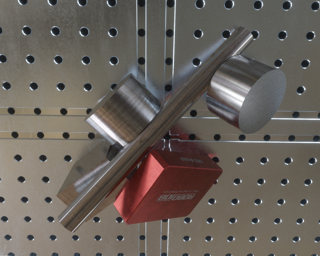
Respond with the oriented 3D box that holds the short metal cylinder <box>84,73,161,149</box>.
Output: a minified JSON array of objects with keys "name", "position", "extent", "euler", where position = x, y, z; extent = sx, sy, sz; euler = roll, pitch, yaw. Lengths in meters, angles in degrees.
[{"name":"short metal cylinder","position":[-0.045,-0.020,0.376],"extent":[0.080,0.080,0.050],"euler":[-41,105,13]}]

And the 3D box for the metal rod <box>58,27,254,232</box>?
[{"name":"metal rod","position":[0.001,-0.004,0.355],"extent":[0.025,0.025,0.300],"euler":[45,82,-15]}]

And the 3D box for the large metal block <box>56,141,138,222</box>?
[{"name":"large metal block","position":[-0.077,0.061,0.405],"extent":[0.080,0.080,0.050],"euler":[-38,106,12]}]

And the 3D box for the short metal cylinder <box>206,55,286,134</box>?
[{"name":"short metal cylinder","position":[0.102,-0.040,0.366],"extent":[0.081,0.050,0.079],"euler":[-24,132,-29]}]

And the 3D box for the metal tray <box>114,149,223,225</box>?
[{"name":"metal tray","position":[0.016,0.076,0.396],"extent":[0.131,0.030,0.090],"euler":[13,117,-50]}]
